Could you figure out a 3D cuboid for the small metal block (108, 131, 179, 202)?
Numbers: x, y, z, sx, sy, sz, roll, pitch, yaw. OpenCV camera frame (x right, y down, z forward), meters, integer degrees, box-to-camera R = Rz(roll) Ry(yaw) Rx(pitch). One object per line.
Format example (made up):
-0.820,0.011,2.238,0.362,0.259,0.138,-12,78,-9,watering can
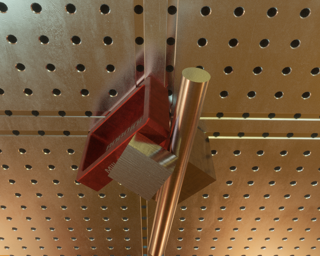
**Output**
-0.017,0.040,0.317,0.050,0.025,0.050,33,123,-3,small metal block

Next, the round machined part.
-0.022,0.027,0.392,0.042,0.098,0.098,35,122,-26,round machined part

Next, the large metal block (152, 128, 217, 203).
0.022,0.047,0.412,0.050,0.080,0.080,36,121,-27,large metal block

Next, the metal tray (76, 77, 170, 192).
-0.045,0.008,0.375,0.030,0.090,0.130,36,121,-27,metal tray

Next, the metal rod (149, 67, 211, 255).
0.013,0.066,0.363,0.025,0.025,0.298,5,130,-5,metal rod
